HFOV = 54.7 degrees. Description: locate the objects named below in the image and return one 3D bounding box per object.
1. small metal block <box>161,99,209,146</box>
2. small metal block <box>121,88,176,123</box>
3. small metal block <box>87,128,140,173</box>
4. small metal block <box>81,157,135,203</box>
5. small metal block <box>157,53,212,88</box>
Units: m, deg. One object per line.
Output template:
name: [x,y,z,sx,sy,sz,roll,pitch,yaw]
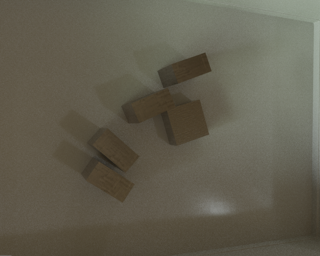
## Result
small metal block: [0.034,-0.008,0.424,0.050,0.025,0.050,-18,96,-20]
small metal block: [-0.016,-0.027,0.392,0.050,0.050,0.025,-25,99,-19]
small metal block: [-0.058,0.026,0.377,0.050,0.050,0.025,43,76,-15]
small metal block: [-0.064,0.062,0.374,0.050,0.050,0.025,36,78,-17]
small metal block: [0.031,-0.075,0.410,0.050,0.050,0.025,-23,98,-19]
